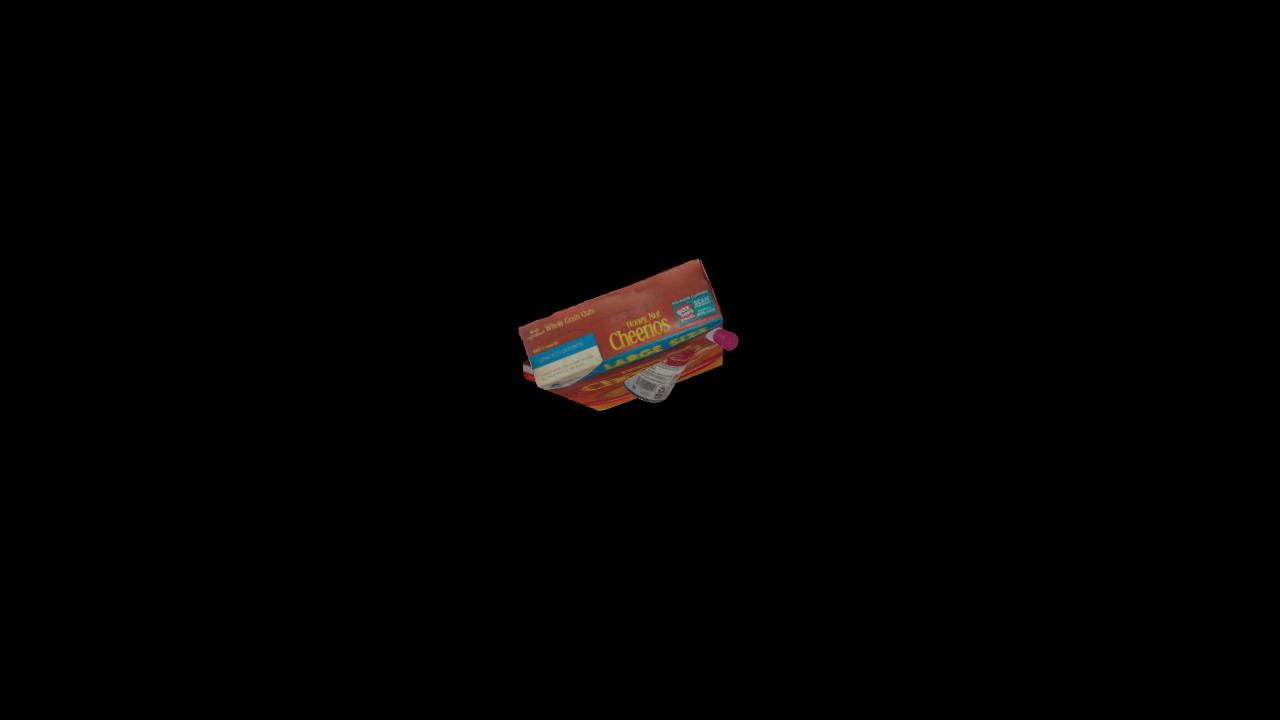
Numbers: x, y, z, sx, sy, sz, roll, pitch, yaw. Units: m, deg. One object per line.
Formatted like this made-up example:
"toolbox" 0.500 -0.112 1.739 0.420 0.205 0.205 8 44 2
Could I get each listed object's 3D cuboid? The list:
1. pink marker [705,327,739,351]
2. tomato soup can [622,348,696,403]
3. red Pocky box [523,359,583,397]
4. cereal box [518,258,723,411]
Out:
"pink marker" 0.069 -0.034 0.660 0.020 0.020 0.121 0 17 -24
"tomato soup can" 0.025 -0.008 0.709 0.068 0.101 0.068 19 34 -13
"red Pocky box" -0.063 -0.014 0.760 0.083 0.028 0.155 15 38 29
"cereal box" -0.002 -0.013 0.760 0.203 0.081 0.306 -21 -11 3
